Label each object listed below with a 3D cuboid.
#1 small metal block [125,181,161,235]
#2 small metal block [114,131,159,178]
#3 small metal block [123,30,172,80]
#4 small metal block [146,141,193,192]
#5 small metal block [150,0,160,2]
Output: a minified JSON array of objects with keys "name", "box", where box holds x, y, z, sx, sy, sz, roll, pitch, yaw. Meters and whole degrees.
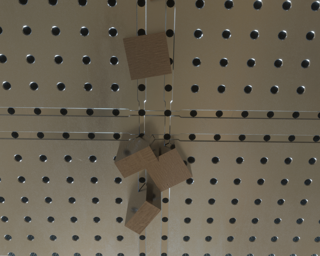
[{"name":"small metal block","box":[-0.023,0.113,0.442,0.025,0.050,0.050,35,106,-12]},{"name":"small metal block","box":[-0.030,0.035,0.413,0.050,0.050,0.025,-26,108,9]},{"name":"small metal block","box":[-0.014,-0.090,0.380,0.050,0.025,0.050,-9,110,3]},{"name":"small metal block","box":[0.011,0.054,0.434,0.050,0.025,0.050,-28,108,9]},{"name":"small metal block","box":[0.008,-0.174,0.349,0.050,0.025,0.050,-12,110,4]}]
